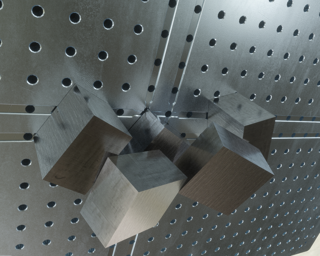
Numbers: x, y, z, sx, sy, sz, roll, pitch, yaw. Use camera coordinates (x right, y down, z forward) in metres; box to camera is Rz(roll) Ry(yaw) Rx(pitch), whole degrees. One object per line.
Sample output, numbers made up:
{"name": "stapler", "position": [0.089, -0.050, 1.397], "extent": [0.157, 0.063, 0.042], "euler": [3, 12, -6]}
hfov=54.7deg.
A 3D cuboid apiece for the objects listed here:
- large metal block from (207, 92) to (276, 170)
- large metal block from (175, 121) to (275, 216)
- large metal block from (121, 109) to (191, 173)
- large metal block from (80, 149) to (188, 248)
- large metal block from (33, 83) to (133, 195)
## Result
{"name": "large metal block", "position": [0.111, 0.006, 0.442], "extent": [0.050, 0.080, 0.079], "euler": [-15, 125, -20]}
{"name": "large metal block", "position": [0.074, 0.051, 0.379], "extent": [0.080, 0.050, 0.080], "euler": [29, 116, -23]}
{"name": "large metal block", "position": [-0.007, 0.035, 0.414], "extent": [0.080, 0.050, 0.080], "euler": [-49, 129, 6]}
{"name": "large metal block", "position": [-0.028, 0.074, 0.341], "extent": [0.081, 0.050, 0.079], "euler": [-3, 130, -51]}
{"name": "large metal block", "position": [-0.087, 0.010, 0.335], "extent": [0.050, 0.080, 0.080], "euler": [34, 99, -39]}
